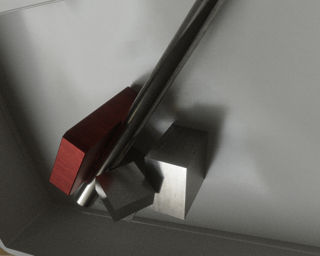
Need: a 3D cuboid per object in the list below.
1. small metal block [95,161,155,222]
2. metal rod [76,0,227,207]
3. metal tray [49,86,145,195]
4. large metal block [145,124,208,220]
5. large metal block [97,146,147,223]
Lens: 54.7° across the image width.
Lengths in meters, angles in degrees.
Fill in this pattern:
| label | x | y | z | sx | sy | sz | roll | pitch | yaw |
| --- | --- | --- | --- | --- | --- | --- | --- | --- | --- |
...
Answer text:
| label | x | y | z | sx | sy | sz | roll | pitch | yaw |
| --- | --- | --- | --- | --- | --- | --- | --- | --- | --- |
| small metal block | -0.041 | 0.073 | 0.360 | 0.050 | 0.050 | 0.025 | 49 | 146 | 34 |
| metal rod | -0.019 | -0.022 | 0.343 | 0.025 | 0.025 | 0.298 | 36 | 112 | 4 |
| metal tray | -0.073 | 0.012 | 0.383 | 0.030 | 0.131 | 0.089 | 36 | 130 | 5 |
| large metal block | 0.023 | 0.053 | 0.392 | 0.050 | 0.080 | 0.079 | 13 | 124 | 21 |
| large metal block | -0.050 | 0.073 | 0.443 | 0.080 | 0.080 | 0.050 | 32 | 128 | 7 |
